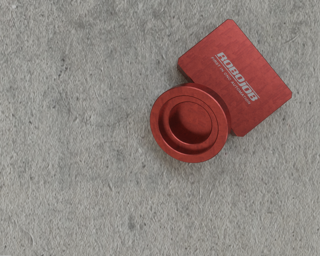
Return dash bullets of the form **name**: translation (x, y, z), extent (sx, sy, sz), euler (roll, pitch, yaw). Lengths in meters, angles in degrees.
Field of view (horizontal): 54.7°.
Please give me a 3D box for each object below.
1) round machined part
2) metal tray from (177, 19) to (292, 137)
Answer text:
- **round machined part**: translation (0.040, -0.009, 0.388), extent (0.098, 0.042, 0.097), euler (9, 113, 22)
- **metal tray**: translation (0.096, -0.064, 0.409), extent (0.090, 0.030, 0.130), euler (-39, 91, -1)
